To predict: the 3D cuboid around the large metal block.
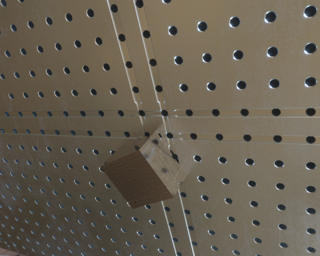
[{"bbox_3d":[-0.023,0.062,0.444,0.080,0.050,0.080,-26,105,36],"label":"large metal block"}]
